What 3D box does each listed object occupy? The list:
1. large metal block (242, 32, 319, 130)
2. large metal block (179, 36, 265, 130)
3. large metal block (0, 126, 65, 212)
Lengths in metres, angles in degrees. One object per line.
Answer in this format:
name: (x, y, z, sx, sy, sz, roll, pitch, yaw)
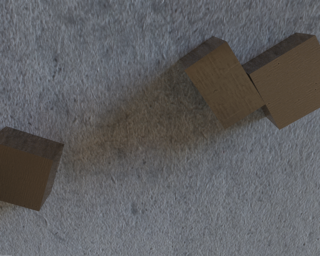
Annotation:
large metal block: (0.156, -0.058, 0.377, 0.080, 0.050, 0.080, -31, 108, 10)
large metal block: (0.069, -0.056, 0.361, 0.050, 0.080, 0.080, -34, 107, 11)
large metal block: (-0.184, 0.054, 0.414, 0.080, 0.050, 0.079, 19, 109, -7)
